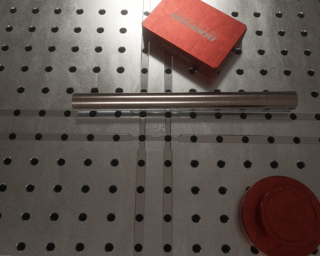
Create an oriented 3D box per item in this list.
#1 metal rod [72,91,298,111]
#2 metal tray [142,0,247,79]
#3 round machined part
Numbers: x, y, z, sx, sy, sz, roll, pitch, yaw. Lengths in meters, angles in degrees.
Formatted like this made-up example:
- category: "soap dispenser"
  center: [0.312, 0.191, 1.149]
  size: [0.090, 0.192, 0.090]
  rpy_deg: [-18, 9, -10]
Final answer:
- category: "metal rod"
  center: [0.034, -0.037, 0.425]
  size: [0.302, 0.025, 0.025]
  rpy_deg: [-1, 70, -1]
- category: "metal tray"
  center: [0.050, -0.144, 0.462]
  size: [0.130, 0.030, 0.090]
  rpy_deg: [34, 73, 11]
- category: "round machined part"
  center: [0.147, 0.105, 0.366]
  size: [0.099, 0.042, 0.098]
  rpy_deg: [0, 70, -1]
